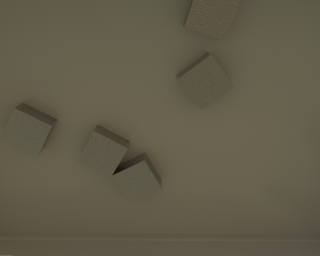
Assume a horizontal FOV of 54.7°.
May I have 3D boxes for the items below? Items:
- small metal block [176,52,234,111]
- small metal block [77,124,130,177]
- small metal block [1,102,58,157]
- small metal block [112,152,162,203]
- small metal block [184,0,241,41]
[{"bbox_3d":[0.056,-0.059,0.390,0.050,0.025,0.050,-36,106,12],"label":"small metal block"},{"bbox_3d":[-0.076,0.031,0.422,0.050,0.025,0.050,28,107,-10],"label":"small metal block"},{"bbox_3d":[-0.172,0.002,0.410,0.050,0.025,0.050,27,108,-10],"label":"small metal block"},{"bbox_3d":[-0.031,0.070,0.437,0.050,0.025,0.050,-26,108,9],"label":"small metal block"},{"bbox_3d":[0.060,-0.135,0.362,0.050,0.025,0.050,17,109,-6],"label":"small metal block"}]
